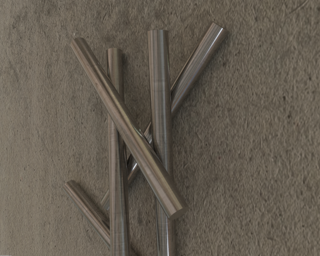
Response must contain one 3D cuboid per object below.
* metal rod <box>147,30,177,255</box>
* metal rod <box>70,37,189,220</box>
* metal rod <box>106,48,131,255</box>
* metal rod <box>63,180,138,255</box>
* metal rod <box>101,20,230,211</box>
[{"bbox_3d":[0.003,0.036,0.379,0.025,0.025,0.298,4,100,40],"label":"metal rod"},{"bbox_3d":[-0.052,-0.019,0.397,0.025,0.025,0.299,-51,56,28],"label":"metal rod"},{"bbox_3d":[-0.058,0.031,0.423,0.025,0.025,0.299,-16,71,39],"label":"metal rod"},{"bbox_3d":[-0.057,0.177,0.452,0.300,0.025,0.025,38,113,33],"label":"metal rod"},{"bbox_3d":[-0.005,0.000,0.409,0.025,0.025,0.298,47,118,30],"label":"metal rod"}]
